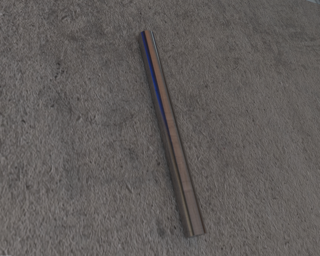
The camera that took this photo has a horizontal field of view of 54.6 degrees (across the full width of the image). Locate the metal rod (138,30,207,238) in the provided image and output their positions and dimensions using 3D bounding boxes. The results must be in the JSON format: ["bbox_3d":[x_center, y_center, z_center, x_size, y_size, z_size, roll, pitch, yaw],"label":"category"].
[{"bbox_3d":[0.010,-0.010,0.414,0.025,0.025,0.299,1,61,-28],"label":"metal rod"}]
